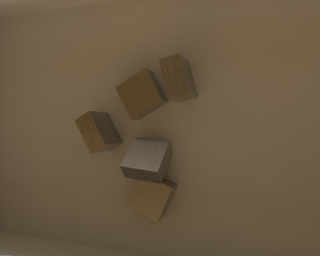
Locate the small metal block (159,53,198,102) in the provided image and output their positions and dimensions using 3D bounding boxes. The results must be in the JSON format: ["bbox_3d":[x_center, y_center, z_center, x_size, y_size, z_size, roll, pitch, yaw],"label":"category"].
[{"bbox_3d":[0.024,-0.061,0.389,0.025,0.050,0.050,-15,85,19],"label":"small metal block"}]

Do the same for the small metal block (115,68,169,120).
[{"bbox_3d":[-0.024,-0.045,0.419,0.050,0.025,0.050,-30,80,17],"label":"small metal block"}]

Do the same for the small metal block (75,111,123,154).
[{"bbox_3d":[-0.083,0.005,0.426,0.025,0.050,0.050,-31,80,17],"label":"small metal block"}]

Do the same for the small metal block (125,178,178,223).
[{"bbox_3d":[-0.011,0.089,0.414,0.050,0.025,0.050,26,98,18],"label":"small metal block"}]

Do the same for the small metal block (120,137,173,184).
[{"bbox_3d":[-0.017,0.041,0.402,0.050,0.025,0.050,6,48,20],"label":"small metal block"}]
